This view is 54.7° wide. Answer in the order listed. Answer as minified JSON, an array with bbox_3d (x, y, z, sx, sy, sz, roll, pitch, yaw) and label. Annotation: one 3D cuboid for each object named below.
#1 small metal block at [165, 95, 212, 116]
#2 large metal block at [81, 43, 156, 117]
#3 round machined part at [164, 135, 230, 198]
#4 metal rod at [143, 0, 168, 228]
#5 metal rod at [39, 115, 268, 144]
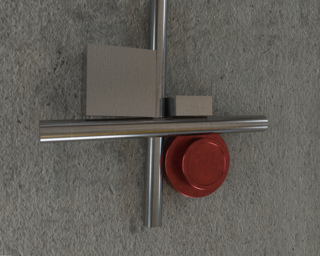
[{"bbox_3d":[0.035,-0.028,0.411,0.050,0.050,0.025,-2,91,-20],"label":"small metal block"},{"bbox_3d":[-0.051,-0.053,0.378,0.081,0.050,0.079,1,90,-21],"label":"large metal block"},{"bbox_3d":[0.054,0.047,0.421,0.099,0.042,0.097,0,90,-21],"label":"round machined part"},{"bbox_3d":[-0.006,-0.022,0.409,0.025,0.025,0.298,2,89,-20],"label":"metal rod"},{"bbox_3d":[0.011,-0.001,0.389,0.303,0.025,0.025,-2,91,-24],"label":"metal rod"}]
